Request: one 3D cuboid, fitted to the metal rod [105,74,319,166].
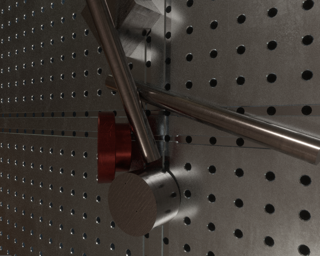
[{"bbox_3d":[0.038,-0.023,0.376,0.300,0.025,0.025,23,104,37],"label":"metal rod"}]

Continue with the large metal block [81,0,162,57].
[{"bbox_3d":[-0.057,-0.161,0.438,0.080,0.050,0.080,-45,63,30],"label":"large metal block"}]

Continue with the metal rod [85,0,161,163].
[{"bbox_3d":[-0.059,-0.097,0.400,0.025,0.025,0.298,-14,98,39],"label":"metal rod"}]

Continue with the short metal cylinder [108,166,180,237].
[{"bbox_3d":[-0.021,0.093,0.405,0.080,0.050,0.079,3,95,36],"label":"short metal cylinder"}]

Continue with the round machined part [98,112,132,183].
[{"bbox_3d":[-0.064,0.027,0.428,0.098,0.042,0.097,-179,89,-78],"label":"round machined part"}]
